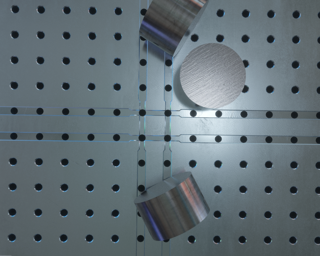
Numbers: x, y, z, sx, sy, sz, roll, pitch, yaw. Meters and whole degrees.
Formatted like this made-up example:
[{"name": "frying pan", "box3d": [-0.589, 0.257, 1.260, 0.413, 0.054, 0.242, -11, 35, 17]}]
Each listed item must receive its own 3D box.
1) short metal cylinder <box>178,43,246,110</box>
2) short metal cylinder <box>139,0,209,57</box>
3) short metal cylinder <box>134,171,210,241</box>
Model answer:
[{"name": "short metal cylinder", "box3d": [0.064, -0.064, 0.402, 0.081, 0.050, 0.079, 0, 90, -1]}, {"name": "short metal cylinder", "box3d": [0.017, -0.137, 0.386, 0.050, 0.080, 0.080, 33, 90, -1]}, {"name": "short metal cylinder", "box3d": [0.015, 0.095, 0.386, 0.080, 0.080, 0.050, -27, 90, 0]}]
